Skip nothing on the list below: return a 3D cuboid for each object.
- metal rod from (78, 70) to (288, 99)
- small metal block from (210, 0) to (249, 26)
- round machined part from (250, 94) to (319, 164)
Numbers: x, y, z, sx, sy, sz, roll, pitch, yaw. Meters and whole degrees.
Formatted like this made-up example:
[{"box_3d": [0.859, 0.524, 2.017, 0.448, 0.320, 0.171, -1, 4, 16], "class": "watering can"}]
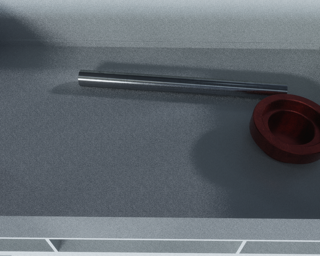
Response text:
[{"box_3d": [0.031, -0.064, 0.459, 0.302, 0.025, 0.025, 4, 50, 3], "class": "metal rod"}, {"box_3d": [0.134, -0.229, 0.602, 0.050, 0.025, 0.050, -31, 57, -24], "class": "small metal block"}, {"box_3d": [0.163, 0.006, 0.392, 0.099, 0.042, 0.098, 0, 50, 0], "class": "round machined part"}]
